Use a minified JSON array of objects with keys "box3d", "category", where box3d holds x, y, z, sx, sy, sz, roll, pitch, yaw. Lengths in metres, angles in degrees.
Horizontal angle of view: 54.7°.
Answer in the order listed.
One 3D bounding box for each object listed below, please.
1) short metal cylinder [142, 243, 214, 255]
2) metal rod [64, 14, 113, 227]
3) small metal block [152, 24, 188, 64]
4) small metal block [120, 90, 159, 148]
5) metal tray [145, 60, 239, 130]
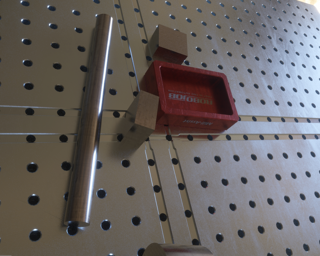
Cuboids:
[{"box3d":[0.016,0.151,0.290,0.050,0.080,0.080,12,57,-22],"category":"short metal cylinder"},{"box3d":[-0.082,-0.033,0.384,0.025,0.025,0.299,14,56,-21],"category":"metal rod"},{"box3d":[0.016,-0.134,0.500,0.050,0.025,0.050,14,56,-21],"category":"small metal block"},{"box3d":[-0.025,-0.011,0.386,0.025,0.050,0.050,19,54,-18],"category":"small metal block"},{"box3d":[0.048,-0.047,0.461,0.131,0.030,0.090,5,59,-26],"category":"metal tray"}]
